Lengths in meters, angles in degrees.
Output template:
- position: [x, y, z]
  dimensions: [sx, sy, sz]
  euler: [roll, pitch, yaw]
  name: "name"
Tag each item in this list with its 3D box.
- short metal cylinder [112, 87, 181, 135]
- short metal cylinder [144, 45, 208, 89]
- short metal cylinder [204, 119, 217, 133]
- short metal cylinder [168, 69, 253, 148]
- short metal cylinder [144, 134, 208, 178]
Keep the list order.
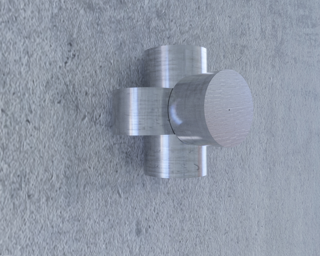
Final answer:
- position: [-0.015, -0.018, 0.360]
  dimensions: [0.081, 0.080, 0.050]
  euler: [-2, 91, -40]
  name: "short metal cylinder"
- position: [0.020, -0.070, 0.389]
  dimensions: [0.081, 0.080, 0.050]
  euler: [-2, 92, -40]
  name: "short metal cylinder"
- position: [0.047, -0.019, 0.412]
  dimensions: [0.081, 0.080, 0.050]
  euler: [-1, 91, -40]
  name: "short metal cylinder"
- position: [0.056, -0.020, 0.334]
  dimensions: [0.081, 0.050, 0.079]
  euler: [0, 90, -40]
  name: "short metal cylinder"
- position: [0.020, 0.032, 0.389]
  dimensions: [0.081, 0.080, 0.050]
  euler: [0, 91, -40]
  name: "short metal cylinder"
